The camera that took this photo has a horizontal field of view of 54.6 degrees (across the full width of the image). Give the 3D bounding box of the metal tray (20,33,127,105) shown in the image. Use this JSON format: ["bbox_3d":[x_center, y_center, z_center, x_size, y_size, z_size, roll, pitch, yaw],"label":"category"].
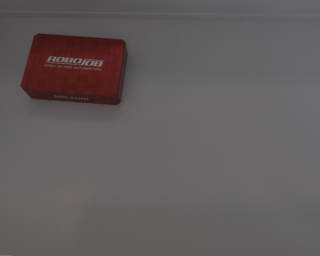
[{"bbox_3d":[-0.117,-0.083,0.437,0.131,0.030,0.090,5,70,1],"label":"metal tray"}]
